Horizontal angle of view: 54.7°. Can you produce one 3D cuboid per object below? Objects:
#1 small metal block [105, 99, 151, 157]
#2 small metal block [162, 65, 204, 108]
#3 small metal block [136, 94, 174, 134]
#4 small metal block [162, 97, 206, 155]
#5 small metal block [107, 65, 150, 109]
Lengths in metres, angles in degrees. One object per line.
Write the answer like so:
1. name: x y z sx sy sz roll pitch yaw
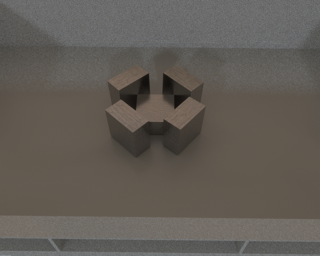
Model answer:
1. small metal block: -0.039 0.001 0.386 0.025 0.050 0.050 -38 59 -26
2. small metal block: 0.030 -0.051 0.429 0.025 0.050 0.050 -37 60 -28
3. small metal block: -0.006 -0.019 0.418 0.050 0.025 0.050 1 50 0
4. small metal block: 0.030 -0.003 0.388 0.025 0.050 0.050 34 57 24
5. small metal block: -0.041 -0.052 0.429 0.050 0.050 0.025 -35 58 -25
